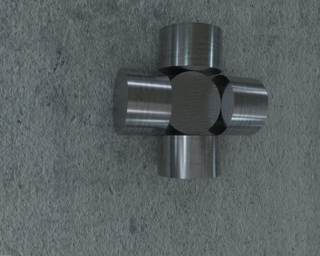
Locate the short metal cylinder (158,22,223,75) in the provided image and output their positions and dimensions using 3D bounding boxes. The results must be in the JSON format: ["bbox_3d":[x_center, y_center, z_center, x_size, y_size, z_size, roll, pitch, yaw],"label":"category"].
[{"bbox_3d":[0.038,-0.097,0.395,0.081,0.080,0.050,2,90,-20],"label":"short metal cylinder"}]

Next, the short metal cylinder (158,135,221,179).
[{"bbox_3d":[0.037,0.034,0.396,0.081,0.080,0.050,0,90,-20],"label":"short metal cylinder"}]

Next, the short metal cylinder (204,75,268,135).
[{"bbox_3d":[0.099,-0.030,0.419,0.050,0.080,0.079,2,90,-20],"label":"short metal cylinder"}]

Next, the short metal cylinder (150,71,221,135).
[{"bbox_3d":[0.032,-0.031,0.410,0.081,0.050,0.079,0,90,-21],"label":"short metal cylinder"}]

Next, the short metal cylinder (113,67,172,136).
[{"bbox_3d":[-0.024,-0.030,0.373,0.050,0.080,0.079,2,90,-20],"label":"short metal cylinder"}]
